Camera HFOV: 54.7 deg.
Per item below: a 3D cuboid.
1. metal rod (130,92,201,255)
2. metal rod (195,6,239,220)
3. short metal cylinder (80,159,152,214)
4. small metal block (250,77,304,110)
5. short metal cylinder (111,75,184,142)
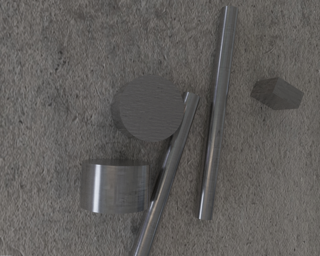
[{"bbox_3d":[-0.003,0.096,0.408,0.025,0.025,0.299,21,83,-19],"label":"metal rod"},{"bbox_3d":[0.081,-0.023,0.439,0.025,0.025,0.298,9,87,-20],"label":"metal rod"},{"bbox_3d":[-0.051,0.065,0.361,0.081,0.080,0.050,3,89,-20],"label":"short metal cylinder"},{"bbox_3d":[0.173,-0.050,0.460,0.050,0.050,0.025,27,81,-18],"label":"small metal block"},{"bbox_3d":[-0.017,-0.023,0.390,0.081,0.050,0.080,0,90,-20],"label":"short metal cylinder"}]
